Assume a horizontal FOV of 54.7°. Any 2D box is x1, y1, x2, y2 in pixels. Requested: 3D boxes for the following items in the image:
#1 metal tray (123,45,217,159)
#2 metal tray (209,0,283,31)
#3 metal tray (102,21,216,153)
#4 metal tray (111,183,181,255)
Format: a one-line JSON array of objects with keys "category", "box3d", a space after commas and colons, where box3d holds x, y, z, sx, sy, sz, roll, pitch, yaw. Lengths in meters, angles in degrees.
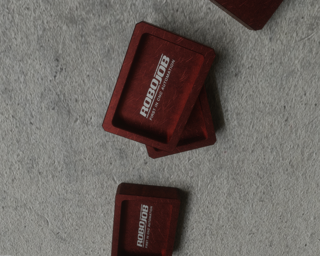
[{"category": "metal tray", "box3d": [0.014, -0.032, 0.395, 0.090, 0.030, 0.129, -14, 110, 5]}, {"category": "metal tray", "box3d": [0.083, -0.181, 0.341, 0.130, 0.030, 0.090, 32, 107, -11]}, {"category": "metal tray", "box3d": [-0.004, -0.045, 0.357, 0.091, 0.030, 0.129, 19, 109, -7]}, {"category": "metal tray", "box3d": [-0.023, 0.149, 0.461, 0.091, 0.030, 0.129, 6, 110, -3]}]
